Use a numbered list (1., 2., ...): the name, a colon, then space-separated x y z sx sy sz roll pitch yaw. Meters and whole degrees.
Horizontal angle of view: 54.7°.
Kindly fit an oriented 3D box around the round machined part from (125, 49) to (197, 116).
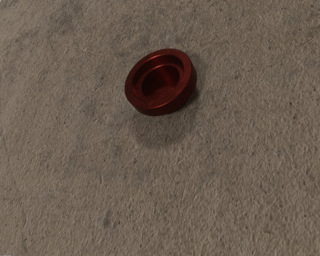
1. round machined part: 0.004 -0.058 0.425 0.098 0.042 0.098 -13 56 20
